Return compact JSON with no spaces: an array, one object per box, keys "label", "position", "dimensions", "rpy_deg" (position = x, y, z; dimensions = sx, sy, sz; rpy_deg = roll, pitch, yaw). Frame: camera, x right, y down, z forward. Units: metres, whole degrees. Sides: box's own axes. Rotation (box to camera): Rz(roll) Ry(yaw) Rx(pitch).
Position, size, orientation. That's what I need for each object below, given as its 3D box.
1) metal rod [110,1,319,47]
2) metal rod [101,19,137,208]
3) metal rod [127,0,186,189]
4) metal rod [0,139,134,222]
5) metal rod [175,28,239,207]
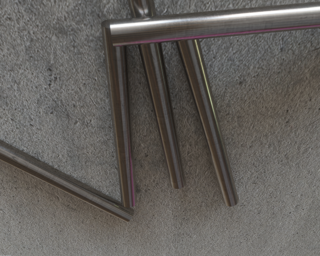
[{"label":"metal rod","position":[0.105,-0.105,0.299],"dimensions":[0.302,0.025,0.025],"rpy_deg":[-6,130,-3]},{"label":"metal rod","position":[-0.049,0.007,0.412],"dimensions":[0.025,0.025,0.298],"rpy_deg":[0,130,-1]},{"label":"metal rod","position":[0.003,-0.028,0.383],"dimensions":[0.025,0.025,0.298],"rpy_deg":[-8,130,6]},{"label":"metal rod","position":[-0.163,0.072,0.467],"dimensions":[0.301,0.025,0.025],"rpy_deg":[35,122,-27]},{"label":"metal rod","position":[0.071,0.010,0.416],"dimensions":[0.025,0.025,0.299],"rpy_deg":[-14,129,11]}]
